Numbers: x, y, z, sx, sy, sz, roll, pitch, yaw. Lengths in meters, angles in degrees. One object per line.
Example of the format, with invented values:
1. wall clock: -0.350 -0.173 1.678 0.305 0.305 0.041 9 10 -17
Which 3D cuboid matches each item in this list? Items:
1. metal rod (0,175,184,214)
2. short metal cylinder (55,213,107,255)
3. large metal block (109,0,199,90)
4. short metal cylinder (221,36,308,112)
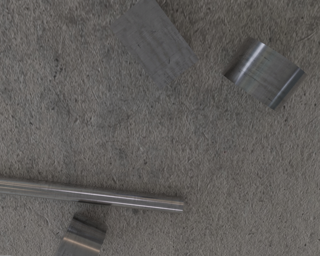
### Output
1. metal rod: -0.117 0.093 0.442 0.302 0.025 0.025 7 110 -3
2. short metal cylinder: -0.116 0.168 0.441 0.050 0.080 0.080 26 108 -9
3. large metal block: -0.005 -0.098 0.344 0.050 0.080 0.080 -36 106 12
4. short metal cylinder: 0.119 -0.062 0.359 0.080 0.080 0.050 31 107 -11
